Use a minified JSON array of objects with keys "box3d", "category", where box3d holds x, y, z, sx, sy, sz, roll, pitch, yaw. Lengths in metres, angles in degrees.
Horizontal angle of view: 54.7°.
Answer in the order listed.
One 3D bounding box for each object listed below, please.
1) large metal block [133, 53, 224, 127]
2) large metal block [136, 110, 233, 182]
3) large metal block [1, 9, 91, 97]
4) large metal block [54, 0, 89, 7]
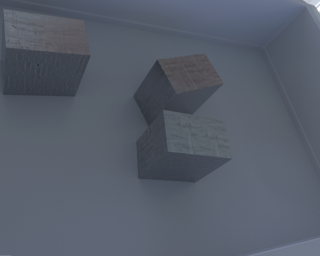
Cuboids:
[{"box3d":[0.023,-0.051,0.415,0.081,0.080,0.050,-16,71,-35],"category":"large metal block"},{"box3d":[0.025,0.026,0.370,0.081,0.080,0.050,8,58,-24],"category":"large metal block"},{"box3d":[-0.131,-0.079,0.348,0.081,0.080,0.050,-2,63,-29],"category":"large metal block"},{"box3d":[-0.135,-0.236,0.444,0.050,0.080,0.080,-28,78,-40],"category":"large metal block"}]
